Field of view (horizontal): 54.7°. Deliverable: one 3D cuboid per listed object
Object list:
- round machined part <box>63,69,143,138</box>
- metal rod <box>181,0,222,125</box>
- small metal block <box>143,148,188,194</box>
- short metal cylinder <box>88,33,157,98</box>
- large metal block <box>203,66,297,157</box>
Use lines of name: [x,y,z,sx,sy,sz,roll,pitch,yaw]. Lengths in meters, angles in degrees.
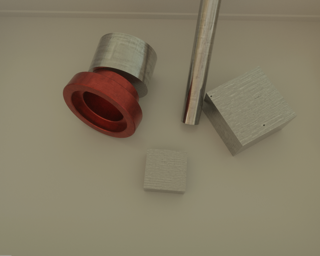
round machined part: [-0.065,-0.034,0.384,0.098,0.098,0.042,23,60,8]
metal rod: [0.061,-0.150,0.378,0.025,0.025,0.298,9,105,3]
small metal block: [0.007,0.055,0.390,0.050,0.025,0.050,4,70,1]
short metal cylinder: [-0.049,-0.080,0.409,0.080,0.080,0.050,13,71,4]
large metal block: [0.113,-0.021,0.406,0.080,0.050,0.080,-28,73,-10]
